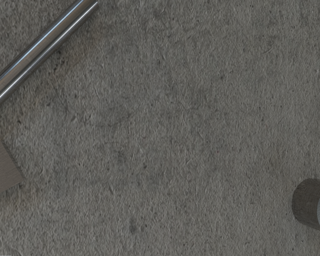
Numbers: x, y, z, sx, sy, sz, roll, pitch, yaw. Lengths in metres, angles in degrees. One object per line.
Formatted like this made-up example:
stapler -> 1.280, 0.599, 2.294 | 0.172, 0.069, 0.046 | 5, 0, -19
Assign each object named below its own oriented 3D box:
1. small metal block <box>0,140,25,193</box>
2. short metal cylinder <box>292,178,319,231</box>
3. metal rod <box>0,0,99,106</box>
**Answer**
small metal block -> -0.186, 0.047, 0.341 | 0.050, 0.025, 0.050 | -29, 100, -18
short metal cylinder -> 0.261, 0.124, 0.495 | 0.081, 0.050, 0.079 | 0, 90, -21
metal rod -> -0.177, -0.043, 0.343 | 0.025, 0.025, 0.300 | 43, 76, -15
